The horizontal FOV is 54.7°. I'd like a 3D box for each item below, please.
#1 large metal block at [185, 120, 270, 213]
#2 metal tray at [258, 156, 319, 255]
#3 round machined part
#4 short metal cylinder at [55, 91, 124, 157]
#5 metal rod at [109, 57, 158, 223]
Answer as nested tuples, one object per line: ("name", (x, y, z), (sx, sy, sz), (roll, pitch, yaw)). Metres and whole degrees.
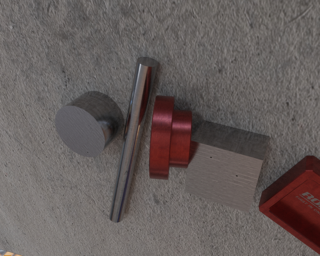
("large metal block", (0.080, 0.045, 0.376), (0.080, 0.050, 0.079), (15, 125, 19))
("metal tray", (0.197, 0.102, 0.362), (0.130, 0.030, 0.089), (36, 129, 3))
("round machined part", (0.014, 0.012, 0.363), (0.042, 0.098, 0.097), (4, 123, 3))
("short metal cylinder", (-0.098, -0.006, 0.437), (0.080, 0.050, 0.079), (13, 124, 20))
("metal rod", (-0.045, 0.038, 0.452), (0.025, 0.025, 0.298), (24, 127, 13))
